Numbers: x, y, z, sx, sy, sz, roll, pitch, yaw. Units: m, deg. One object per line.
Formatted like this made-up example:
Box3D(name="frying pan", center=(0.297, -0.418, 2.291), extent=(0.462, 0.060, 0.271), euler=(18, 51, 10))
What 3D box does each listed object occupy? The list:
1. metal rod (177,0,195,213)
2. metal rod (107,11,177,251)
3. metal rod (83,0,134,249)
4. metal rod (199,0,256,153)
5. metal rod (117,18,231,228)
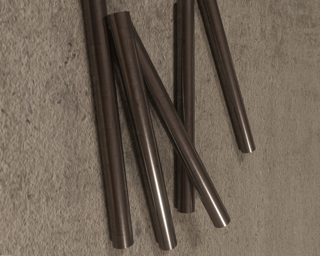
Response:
Box3D(name="metal rod", center=(0.036, -0.032, 0.437), extent=(0.025, 0.025, 0.298), euler=(0, 90, -40))
Box3D(name="metal rod", center=(-0.017, 0.016, 0.378), extent=(0.025, 0.025, 0.298), euler=(-23, 109, -38))
Box3D(name="metal rod", center=(-0.059, -0.009, 0.356), extent=(0.025, 0.025, 0.298), euler=(-10, 97, -40))
Box3D(name="metal rod", center=(0.105, -0.097, 0.495), extent=(0.025, 0.025, 0.298), euler=(-31, 110, -36))
Box3D(name="metal rod", center=(0.020, 0.002, 0.400), extent=(0.025, 0.025, 0.299), euler=(-37, 106, -34))
